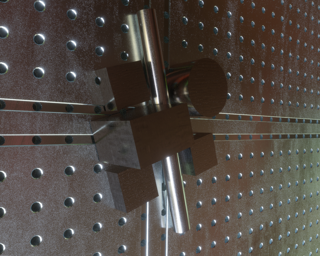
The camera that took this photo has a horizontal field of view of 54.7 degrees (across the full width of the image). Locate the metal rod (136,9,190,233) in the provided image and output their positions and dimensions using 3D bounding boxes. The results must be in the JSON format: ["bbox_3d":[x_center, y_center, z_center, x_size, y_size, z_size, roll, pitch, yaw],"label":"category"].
[{"bbox_3d":[0.006,-0.003,0.416,0.025,0.025,0.298,-16,100,-39],"label":"metal rod"}]

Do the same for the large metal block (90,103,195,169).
[{"bbox_3d":[-0.020,0.006,0.356,0.081,0.080,0.050,-20,103,-39],"label":"large metal block"}]

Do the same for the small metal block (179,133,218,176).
[{"bbox_3d":[0.056,0.037,0.459,0.050,0.025,0.050,-19,102,-39],"label":"small metal block"}]

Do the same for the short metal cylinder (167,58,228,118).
[{"bbox_3d":[0.050,-0.055,0.436,0.081,0.050,0.079,0,90,-40],"label":"short metal cylinder"}]

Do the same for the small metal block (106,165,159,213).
[{"bbox_3d":[-0.033,0.069,0.383,0.050,0.025,0.050,-20,103,-38],"label":"small metal block"}]

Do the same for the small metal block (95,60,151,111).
[{"bbox_3d":[-0.044,-0.051,0.374,0.050,0.025,0.050,-22,104,-38],"label":"small metal block"}]
